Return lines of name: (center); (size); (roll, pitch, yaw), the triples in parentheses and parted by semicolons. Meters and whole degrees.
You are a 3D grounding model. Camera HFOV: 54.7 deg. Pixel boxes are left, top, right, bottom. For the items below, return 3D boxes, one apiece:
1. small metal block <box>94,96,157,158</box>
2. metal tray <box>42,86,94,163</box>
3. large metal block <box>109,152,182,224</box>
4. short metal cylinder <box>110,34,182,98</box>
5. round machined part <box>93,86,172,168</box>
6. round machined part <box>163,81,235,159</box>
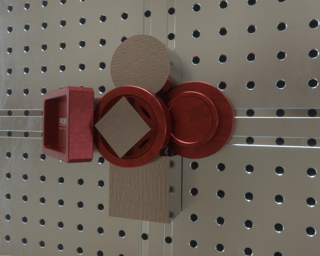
small metal block: (-0.039, -0.001, 0.360); (0.050, 0.025, 0.050); (-43, 77, 15)
metal tray: (-0.127, -0.005, 0.416); (0.130, 0.030, 0.089); (2, 91, 57)
large metal block: (-0.018, 0.073, 0.402); (0.080, 0.050, 0.080); (1, 90, 20)
short metal cylinder: (-0.017, -0.075, 0.405); (0.080, 0.050, 0.080); (0, 90, 20)
round machined part: (-0.032, -0.001, 0.384); (0.098, 0.042, 0.097); (0, 90, 20)
round machined part: (0.042, -0.010, 0.387); (0.098, 0.042, 0.097); (0, 90, 20)
